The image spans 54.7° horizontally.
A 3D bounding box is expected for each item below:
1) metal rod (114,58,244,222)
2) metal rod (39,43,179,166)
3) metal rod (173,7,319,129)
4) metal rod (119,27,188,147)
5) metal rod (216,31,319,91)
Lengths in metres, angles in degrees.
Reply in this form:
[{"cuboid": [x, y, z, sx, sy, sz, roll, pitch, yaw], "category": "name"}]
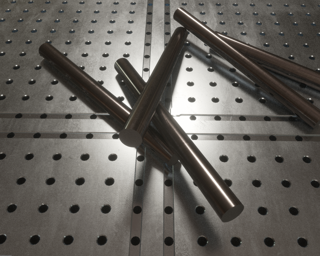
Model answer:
[{"cuboid": [0.004, -0.010, 0.390, 0.025, 0.025, 0.300, -20, 45, -16], "category": "metal rod"}, {"cuboid": [-0.085, -0.047, 0.445, 0.025, 0.025, 0.300, -36, 59, -27], "category": "metal rod"}, {"cuboid": [0.125, -0.106, 0.485, 0.025, 0.025, 0.300, -30, 60, -23], "category": "metal rod"}, {"cuboid": [0.004, -0.079, 0.434, 0.025, 0.025, 0.301, 11, 39, 8], "category": "metal rod"}, {"cuboid": [0.213, -0.087, 0.483, 0.300, 0.025, 0.025, 30, 56, 22], "category": "metal rod"}]
